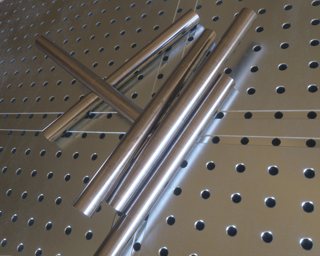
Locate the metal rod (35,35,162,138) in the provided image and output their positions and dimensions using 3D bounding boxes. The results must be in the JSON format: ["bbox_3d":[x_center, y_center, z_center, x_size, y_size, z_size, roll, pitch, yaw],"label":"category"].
[{"bbox_3d":[-0.099,-0.067,0.466,0.300,0.025,0.025,38,83,28],"label":"metal rod"}]

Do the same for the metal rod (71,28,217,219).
[{"bbox_3d":[-0.006,-0.023,0.391,0.025,0.025,0.301,17,60,34],"label":"metal rod"}]

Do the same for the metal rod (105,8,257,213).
[{"bbox_3d":[0.032,-0.030,0.382,0.025,0.025,0.300,27,76,37],"label":"metal rod"}]

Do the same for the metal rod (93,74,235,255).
[{"bbox_3d":[0.001,0.058,0.370,0.025,0.025,0.300,27,76,37],"label":"metal rod"}]

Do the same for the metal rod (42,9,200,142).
[{"bbox_3d":[-0.061,-0.082,0.488,0.300,0.025,0.025,-39,51,1],"label":"metal rod"}]
